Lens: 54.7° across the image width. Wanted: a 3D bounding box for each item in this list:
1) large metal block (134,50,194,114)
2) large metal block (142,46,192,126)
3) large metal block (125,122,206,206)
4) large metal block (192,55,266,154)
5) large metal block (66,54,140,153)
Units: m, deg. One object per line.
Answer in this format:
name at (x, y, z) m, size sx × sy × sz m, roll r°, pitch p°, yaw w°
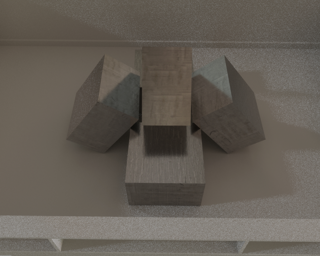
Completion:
large metal block at (0.005, -0.067, 0.440) m, size 0.081 × 0.050 × 0.080 m, roll -1°, pitch 50°, yaw -1°
large metal block at (0.006, -0.047, 0.355) m, size 0.050 × 0.079 × 0.080 m, roll 0°, pitch 6°, yaw -1°
large metal block at (0.006, 0.040, 0.353) m, size 0.080 × 0.050 × 0.080 m, roll 1°, pitch 50°, yaw 0°
large metal block at (0.082, -0.028, 0.382) m, size 0.050 × 0.080 × 0.080 m, roll -26°, pitch 43°, yaw 29°
large metal block at (-0.068, -0.028, 0.381) m, size 0.050 × 0.080 × 0.080 m, roll 24°, pitch 44°, yaw -28°
